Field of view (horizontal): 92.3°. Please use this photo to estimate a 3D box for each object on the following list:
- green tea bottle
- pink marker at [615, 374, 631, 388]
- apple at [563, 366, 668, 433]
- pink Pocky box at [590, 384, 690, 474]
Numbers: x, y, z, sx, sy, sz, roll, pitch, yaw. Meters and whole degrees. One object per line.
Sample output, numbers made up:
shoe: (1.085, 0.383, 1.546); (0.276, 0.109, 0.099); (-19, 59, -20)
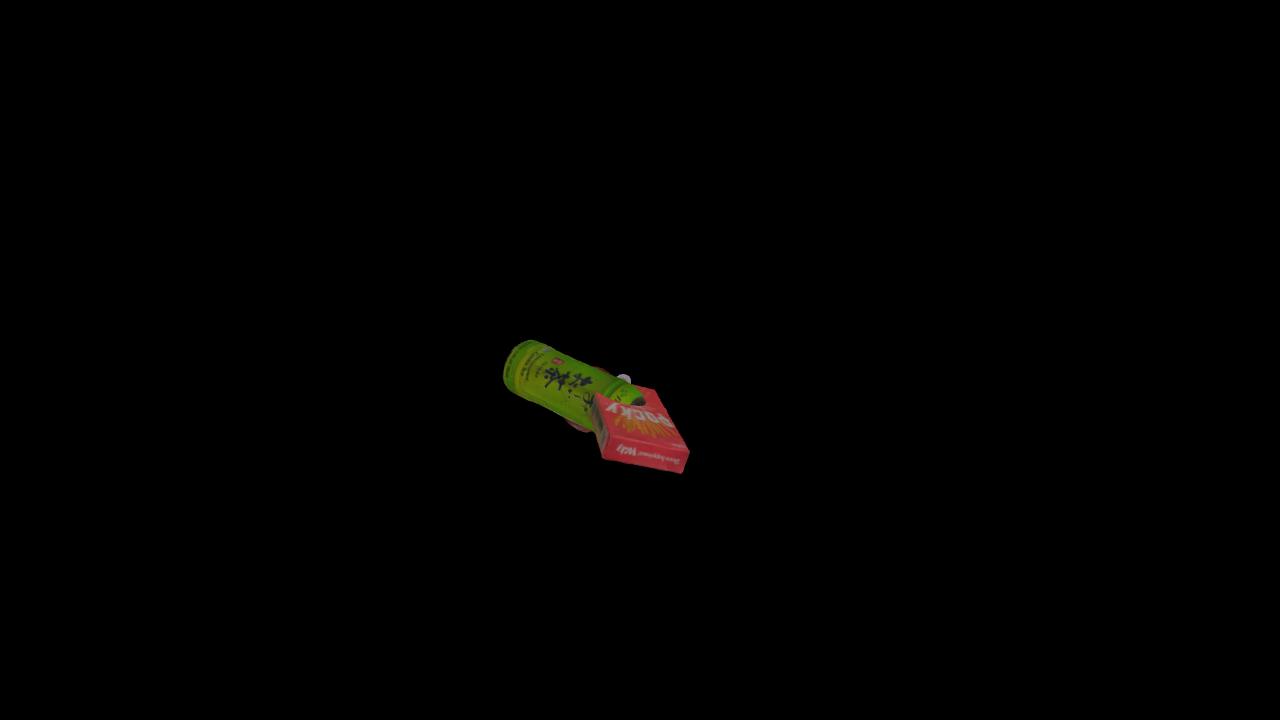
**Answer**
green tea bottle: (-0.058, 0.042, 0.696); (0.212, 0.073, 0.073); (24, 11, 27)
pink marker: (-0.019, 0.060, 0.760); (0.020, 0.020, 0.121); (0, -37, 1)
apple: (-0.063, 0.047, 0.749); (0.079, 0.079, 0.093); (0, -33, 8)
pink Pocky box: (-0.008, 0.063, 0.647); (0.084, 0.029, 0.155); (14, 17, -17)
